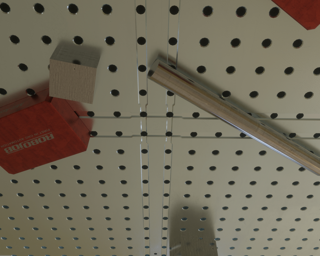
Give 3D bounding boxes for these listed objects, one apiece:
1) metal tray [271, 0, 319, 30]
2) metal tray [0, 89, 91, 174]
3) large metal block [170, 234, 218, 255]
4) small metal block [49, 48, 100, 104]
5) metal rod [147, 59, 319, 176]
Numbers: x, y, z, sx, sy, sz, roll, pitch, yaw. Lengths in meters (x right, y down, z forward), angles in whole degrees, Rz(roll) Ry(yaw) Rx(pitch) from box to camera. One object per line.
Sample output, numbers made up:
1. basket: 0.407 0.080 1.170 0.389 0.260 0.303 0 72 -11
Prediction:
1. metal tray: 0.122 -0.160 0.273 0.131 0.030 0.090 27 125 -22
2. metal tray: -0.172 0.008 0.414 0.130 0.030 0.090 -18 128 14
3. large metal block: 0.066 0.262 0.599 0.080 0.080 0.050 19 128 -15
4. small metal block: -0.099 -0.059 0.360 0.050 0.025 0.050 10 130 -9
5. metal rod: 0.117 -0.004 0.409 0.301 0.025 0.025 27 125 -22
